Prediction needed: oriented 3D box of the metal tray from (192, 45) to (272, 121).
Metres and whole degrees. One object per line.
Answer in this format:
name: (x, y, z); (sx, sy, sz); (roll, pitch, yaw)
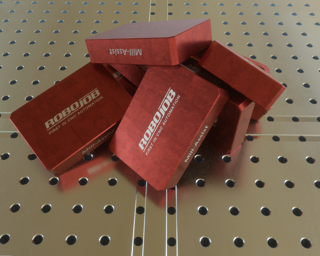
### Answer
metal tray: (0.091, -0.072, 0.437); (0.131, 0.030, 0.090); (21, 50, -9)

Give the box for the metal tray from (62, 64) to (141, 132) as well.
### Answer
metal tray: (-0.081, -0.048, 0.443); (0.090, 0.030, 0.131); (32, 57, 24)

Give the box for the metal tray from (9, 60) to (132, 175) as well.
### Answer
metal tray: (-0.104, -0.016, 0.388); (0.130, 0.030, 0.090); (-38, 75, -14)

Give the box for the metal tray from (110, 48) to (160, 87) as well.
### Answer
metal tray: (-0.005, -0.109, 0.472); (0.131, 0.030, 0.090); (-26, 56, -38)

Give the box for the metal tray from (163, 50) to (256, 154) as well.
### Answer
metal tray: (0.051, -0.034, 0.396); (0.130, 0.090, 0.030); (37, 60, 27)

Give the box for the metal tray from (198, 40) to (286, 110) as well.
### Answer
metal tray: (0.098, -0.071, 0.383); (0.090, 0.030, 0.130); (34, 20, 1)

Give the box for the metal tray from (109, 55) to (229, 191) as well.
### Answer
metal tray: (0.006, -0.006, 0.353); (0.090, 0.129, 0.030); (36, 17, 25)

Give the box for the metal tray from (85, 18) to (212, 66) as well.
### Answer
metal tray: (-0.014, -0.106, 0.379); (0.130, 0.030, 0.090); (10, 33, 34)
